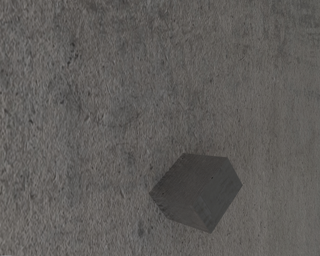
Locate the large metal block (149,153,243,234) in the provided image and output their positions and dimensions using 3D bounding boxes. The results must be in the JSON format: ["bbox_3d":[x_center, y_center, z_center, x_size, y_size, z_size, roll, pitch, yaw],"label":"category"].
[{"bbox_3d":[0.047,0.081,0.407,0.080,0.080,0.050,-46,118,-30],"label":"large metal block"}]
